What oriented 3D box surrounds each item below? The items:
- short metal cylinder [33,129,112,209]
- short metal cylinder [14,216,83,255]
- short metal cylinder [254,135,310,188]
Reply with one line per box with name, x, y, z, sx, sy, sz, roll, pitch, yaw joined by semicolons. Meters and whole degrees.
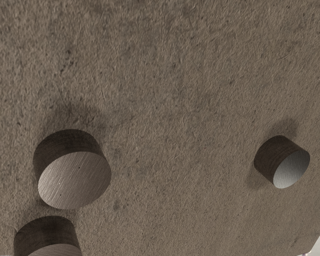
short metal cylinder;-0.104;0.048;0.365;0.081;0.050;0.079;-14;125;-21
short metal cylinder;-0.149;0.165;0.412;0.081;0.050;0.079;-14;125;-21
short metal cylinder;0.215;0.060;0.548;0.081;0.050;0.079;-14;125;-21
